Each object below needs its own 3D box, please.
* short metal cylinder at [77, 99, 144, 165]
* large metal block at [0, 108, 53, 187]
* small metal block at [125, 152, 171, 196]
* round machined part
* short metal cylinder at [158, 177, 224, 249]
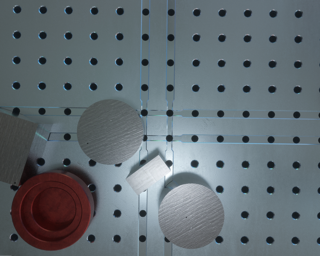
[{"bbox_3d":[-0.060,0.005,0.400,0.081,0.050,0.080,0,90,0],"label":"short metal cylinder"},{"bbox_3d":[-0.198,0.021,0.399,0.080,0.050,0.080,18,90,0],"label":"large metal block"},{"bbox_3d":[-0.014,0.057,0.401,0.050,0.050,0.025,-36,90,0],"label":"small metal block"},{"bbox_3d":[-0.135,0.103,0.404,0.099,0.042,0.097,0,90,0],"label":"round machined part"},{"bbox_3d":[0.038,0.107,0.401,0.081,0.050,0.080,0,90,0],"label":"short metal cylinder"}]
